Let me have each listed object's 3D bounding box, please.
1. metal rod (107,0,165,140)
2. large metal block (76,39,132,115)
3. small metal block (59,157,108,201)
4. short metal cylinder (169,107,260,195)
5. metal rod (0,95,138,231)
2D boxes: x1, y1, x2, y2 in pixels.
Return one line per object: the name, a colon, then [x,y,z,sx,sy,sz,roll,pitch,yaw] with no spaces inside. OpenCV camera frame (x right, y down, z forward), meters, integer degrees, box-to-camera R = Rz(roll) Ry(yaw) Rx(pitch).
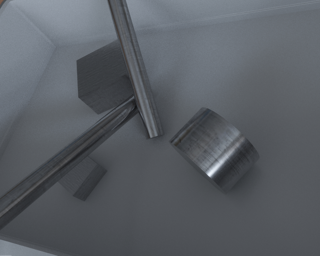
metal rod: [-0.047,-0.131,0.417,0.025,0.025,0.298,-18,84,18]
large metal block: [-0.079,-0.079,0.478,0.080,0.050,0.080,-23,53,13]
small metal block: [-0.109,0.063,0.422,0.050,0.025,0.050,29,77,37]
short metal cylinder: [0.056,0.024,0.326,0.050,0.080,0.080,-46,52,-4]
metal rod: [-0.102,0.033,0.351,0.025,0.025,0.302,13,40,33]
